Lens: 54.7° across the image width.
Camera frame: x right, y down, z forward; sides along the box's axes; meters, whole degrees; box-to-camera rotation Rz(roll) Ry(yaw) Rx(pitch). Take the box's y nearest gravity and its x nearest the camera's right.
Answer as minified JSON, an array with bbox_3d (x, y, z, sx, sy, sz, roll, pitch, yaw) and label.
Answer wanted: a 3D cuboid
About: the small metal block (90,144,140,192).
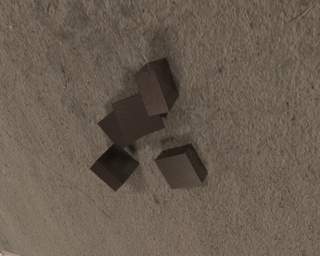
[{"bbox_3d":[-0.066,0.057,0.459,0.050,0.050,0.025,42,129,-1],"label":"small metal block"}]

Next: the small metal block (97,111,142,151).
[{"bbox_3d":[-0.050,-0.003,0.430,0.050,0.025,0.050,-32,101,38],"label":"small metal block"}]

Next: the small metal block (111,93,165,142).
[{"bbox_3d":[-0.027,-0.016,0.390,0.050,0.025,0.050,-21,101,3],"label":"small metal block"}]

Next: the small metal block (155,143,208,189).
[{"bbox_3d":[0.029,0.053,0.423,0.050,0.025,0.050,-18,109,34],"label":"small metal block"}]

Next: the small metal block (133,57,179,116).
[{"bbox_3d":[-0.003,-0.048,0.359,0.025,0.050,0.050,-11,113,22],"label":"small metal block"}]
